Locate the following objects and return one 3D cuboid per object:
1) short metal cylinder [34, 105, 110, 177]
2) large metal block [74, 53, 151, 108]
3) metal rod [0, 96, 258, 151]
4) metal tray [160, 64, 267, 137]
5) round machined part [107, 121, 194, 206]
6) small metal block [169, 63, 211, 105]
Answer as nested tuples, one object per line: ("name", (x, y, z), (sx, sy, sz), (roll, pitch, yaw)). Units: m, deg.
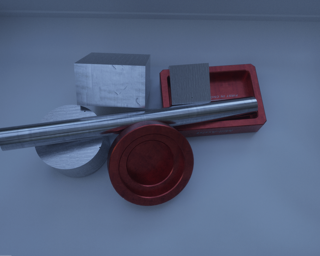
("short metal cylinder", (-0.107, 0.017, 0.386), (0.081, 0.050, 0.080), (0, 70, 0))
("large metal block", (-0.055, -0.063, 0.393), (0.081, 0.080, 0.050), (2, 112, 1))
("metal rod", (-0.023, -0.009, 0.367), (0.302, 0.025, 0.025), (-8, 70, -15))
("metal tray", (0.068, -0.037, 0.419), (0.131, 0.030, 0.090), (-4, 70, -2))
("round machined part", (-0.013, 0.039, 0.368), (0.099, 0.042, 0.097), (-4, 104, -14))
("small metal block", (0.038, -0.057, 0.407), (0.050, 0.025, 0.050), (-5, 96, -2))
